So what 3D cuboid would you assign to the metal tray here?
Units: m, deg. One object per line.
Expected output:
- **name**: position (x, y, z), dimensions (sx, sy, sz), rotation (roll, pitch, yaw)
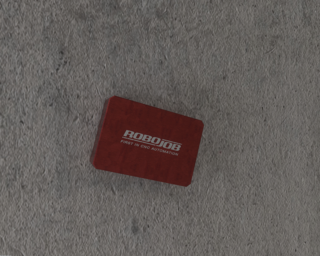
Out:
- **metal tray**: position (-0.015, 0.019, 0.401), dimensions (0.131, 0.030, 0.090), rotation (15, 85, -20)
